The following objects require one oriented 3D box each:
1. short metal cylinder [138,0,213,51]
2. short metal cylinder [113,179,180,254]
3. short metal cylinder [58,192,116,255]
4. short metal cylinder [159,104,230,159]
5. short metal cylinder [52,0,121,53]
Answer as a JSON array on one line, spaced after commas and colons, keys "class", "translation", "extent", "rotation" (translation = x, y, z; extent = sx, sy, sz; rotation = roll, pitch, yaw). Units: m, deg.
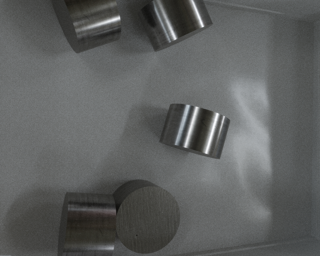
[{"class": "short metal cylinder", "translation": [0.019, -0.136, 0.389], "extent": [0.081, 0.080, 0.050], "rotation": [-28, 100, -18]}, {"class": "short metal cylinder", "translation": [-0.022, 0.109, 0.390], "extent": [0.081, 0.050, 0.079], "rotation": [0, 90, -21]}, {"class": "short metal cylinder", "translation": [-0.084, 0.115, 0.351], "extent": [0.050, 0.080, 0.080], "rotation": [8, 87, -20]}, {"class": "short metal cylinder", "translation": [0.044, 0.005, 0.399], "extent": [0.081, 0.080, 0.050], "rotation": [18, 84, -20]}, {"class": "short metal cylinder", "translation": [-0.085, -0.131, 0.350], "extent": [0.050, 0.080, 0.080], "rotation": [-25, 99, -19]}]
